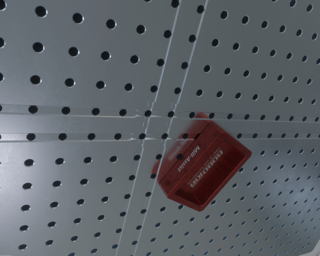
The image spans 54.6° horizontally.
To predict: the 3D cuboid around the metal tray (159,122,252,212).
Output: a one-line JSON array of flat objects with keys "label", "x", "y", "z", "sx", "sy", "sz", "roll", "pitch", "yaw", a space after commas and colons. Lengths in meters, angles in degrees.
[{"label": "metal tray", "x": 0.073, "y": 0.064, "z": 0.486, "sx": 0.090, "sy": 0.030, "sz": 0.130, "roll": 33, "pitch": 100, "yaw": -38}]
